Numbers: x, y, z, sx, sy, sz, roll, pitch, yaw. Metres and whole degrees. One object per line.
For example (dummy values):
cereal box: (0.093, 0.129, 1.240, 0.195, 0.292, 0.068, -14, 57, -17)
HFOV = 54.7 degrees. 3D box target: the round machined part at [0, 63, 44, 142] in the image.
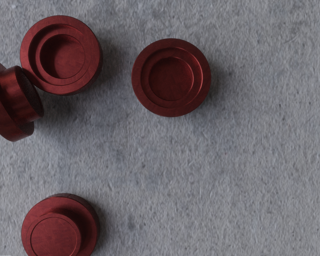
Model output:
round machined part: (-0.175, -0.036, 0.371, 0.042, 0.098, 0.098, -23, 90, -5)

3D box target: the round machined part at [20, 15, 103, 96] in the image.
round machined part: (-0.123, -0.090, 0.400, 0.099, 0.042, 0.097, 0, 90, -1)

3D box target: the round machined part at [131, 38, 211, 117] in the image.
round machined part: (0.014, -0.062, 0.402, 0.099, 0.042, 0.097, 0, 90, -1)

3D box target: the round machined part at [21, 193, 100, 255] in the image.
round machined part: (-0.130, 0.137, 0.400, 0.099, 0.042, 0.097, 0, 90, -1)
